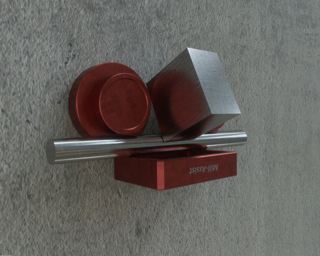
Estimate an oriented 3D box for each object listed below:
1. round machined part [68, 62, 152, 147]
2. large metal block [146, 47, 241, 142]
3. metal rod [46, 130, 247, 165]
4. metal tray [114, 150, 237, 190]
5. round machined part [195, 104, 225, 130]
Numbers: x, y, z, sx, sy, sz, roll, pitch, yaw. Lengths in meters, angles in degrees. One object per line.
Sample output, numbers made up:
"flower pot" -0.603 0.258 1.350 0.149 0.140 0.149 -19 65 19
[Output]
"round machined part" -0.049 -0.026 0.353 0.099 0.042 0.097 0 90 -40
"large metal block" 0.036 -0.036 0.368 0.050 0.080 0.080 -3 68 -41
"metal rod" 0.012 0.019 0.391 0.302 0.025 0.025 -2 91 -40
"metal tray" 0.021 0.046 0.384 0.131 0.090 0.030 -2 91 -40
"round machined part" 0.062 -0.031 0.448 0.099 0.042 0.097 0 90 -40
